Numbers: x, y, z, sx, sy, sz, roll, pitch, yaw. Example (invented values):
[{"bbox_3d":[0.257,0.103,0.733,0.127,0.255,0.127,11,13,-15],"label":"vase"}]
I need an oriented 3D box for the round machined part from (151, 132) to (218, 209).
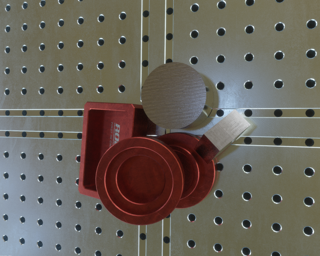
[{"bbox_3d":[0.021,0.054,0.394,0.098,0.042,0.097,0,90,19],"label":"round machined part"}]

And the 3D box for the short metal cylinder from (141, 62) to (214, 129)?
[{"bbox_3d":[0.023,-0.038,0.390,0.080,0.050,0.079,0,90,19],"label":"short metal cylinder"}]

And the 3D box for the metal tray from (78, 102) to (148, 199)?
[{"bbox_3d":[-0.065,0.031,0.420,0.090,0.030,0.129,6,92,34],"label":"metal tray"}]

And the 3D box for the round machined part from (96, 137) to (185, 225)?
[{"bbox_3d":[-0.020,0.058,0.359,0.098,0.042,0.097,0,92,9],"label":"round machined part"}]

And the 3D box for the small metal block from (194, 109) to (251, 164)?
[{"bbox_3d":[0.072,0.011,0.363,0.050,0.050,0.025,-37,76,-20],"label":"small metal block"}]
